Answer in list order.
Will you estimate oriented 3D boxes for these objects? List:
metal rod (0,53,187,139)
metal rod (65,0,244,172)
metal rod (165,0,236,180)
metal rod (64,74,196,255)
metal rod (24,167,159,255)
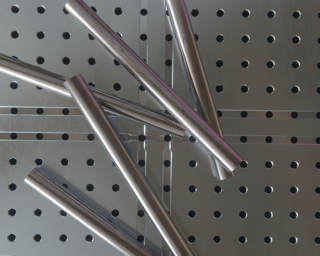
[{"bbox_3d":[-0.108,-0.049,0.411,0.302,0.025,0.025,20,90,-1],"label":"metal rod"},{"bbox_3d":[-0.011,-0.060,0.399,0.025,0.025,0.300,-45,85,0],"label":"metal rod"},{"bbox_3d":[0.047,-0.078,0.413,0.025,0.025,0.298,-16,90,0],"label":"metal rod"},{"bbox_3d":[-0.031,0.066,0.399,0.025,0.025,0.299,-31,96,0],"label":"metal rod"},{"bbox_3d":[-0.050,0.151,0.412,0.301,0.025,0.025,37,90,-1],"label":"metal rod"}]
